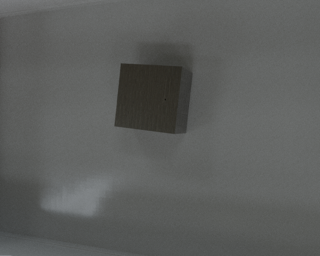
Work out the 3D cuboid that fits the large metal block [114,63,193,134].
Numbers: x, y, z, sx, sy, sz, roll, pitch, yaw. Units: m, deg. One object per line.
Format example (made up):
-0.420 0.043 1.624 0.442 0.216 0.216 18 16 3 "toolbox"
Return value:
-0.007 -0.037 0.400 0.080 0.050 0.080 7 92 20 "large metal block"
